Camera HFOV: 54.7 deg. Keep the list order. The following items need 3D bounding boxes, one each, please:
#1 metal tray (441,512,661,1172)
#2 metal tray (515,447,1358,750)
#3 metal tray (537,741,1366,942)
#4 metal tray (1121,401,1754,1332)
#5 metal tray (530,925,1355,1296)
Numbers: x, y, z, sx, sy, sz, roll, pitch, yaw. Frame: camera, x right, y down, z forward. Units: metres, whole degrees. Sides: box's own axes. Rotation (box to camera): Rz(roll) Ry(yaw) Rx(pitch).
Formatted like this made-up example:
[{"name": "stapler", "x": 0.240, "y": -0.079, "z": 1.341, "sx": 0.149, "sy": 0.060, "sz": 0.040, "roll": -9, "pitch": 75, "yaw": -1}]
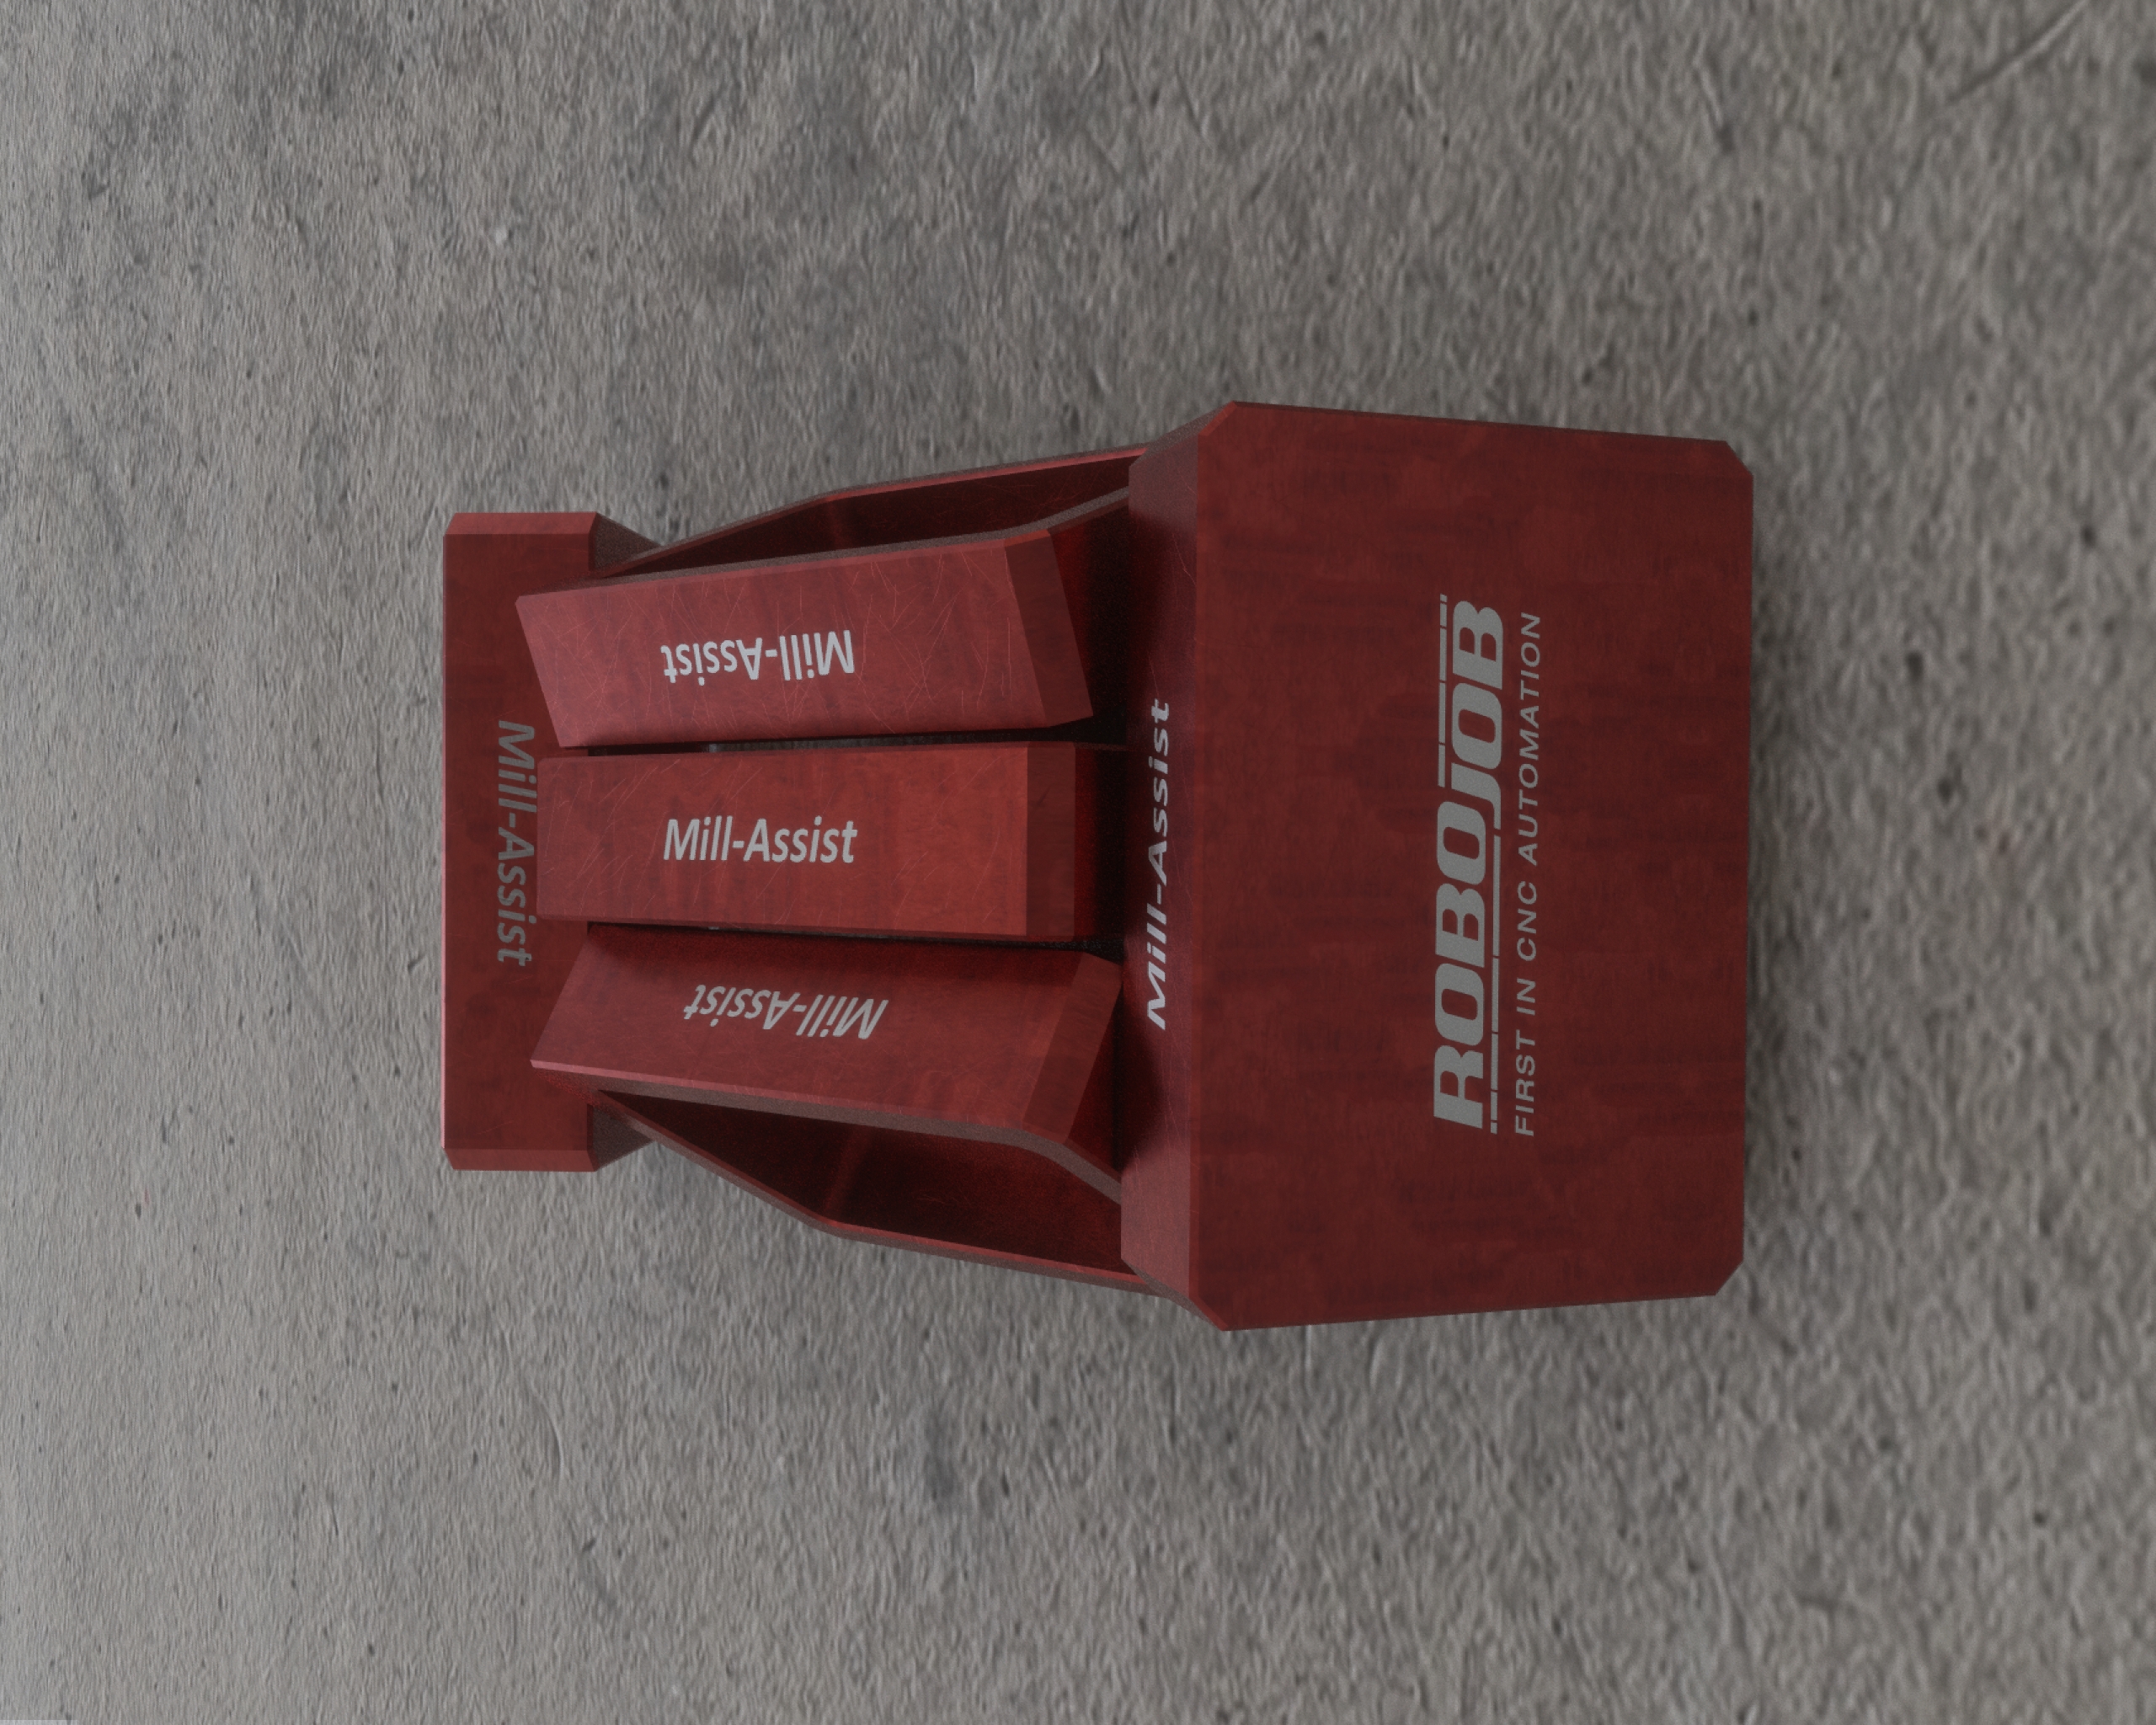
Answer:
[{"name": "metal tray", "x": -0.105, "y": -0.004, "z": 0.449, "sx": 0.030, "sy": 0.090, "sz": 0.129, "roll": 0, "pitch": 90, "yaw": 4}, {"name": "metal tray", "x": -0.027, "y": -0.050, "z": 0.381, "sx": 0.130, "sy": 0.091, "sz": 0.030, "roll": 1, "pitch": 111, "yaw": 40}, {"name": "metal tray", "x": -0.025, "y": -0.004, "z": 0.382, "sx": 0.130, "sy": 0.091, "sz": 0.030, "roll": 1, "pitch": 91, "yaw": 40}, {"name": "metal tray", "x": 0.055, "y": 0.001, "z": 0.315, "sx": 0.030, "sy": 0.091, "sz": 0.129, "roll": -178, "pitch": 88, "yaw": -71}, {"name": "metal tray", "x": -0.025, "y": 0.046, "z": 0.380, "sx": 0.130, "sy": 0.090, "sz": 0.030, "roll": 1, "pitch": 62, "yaw": 40}]
